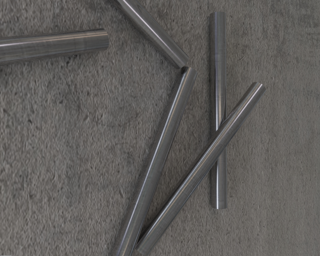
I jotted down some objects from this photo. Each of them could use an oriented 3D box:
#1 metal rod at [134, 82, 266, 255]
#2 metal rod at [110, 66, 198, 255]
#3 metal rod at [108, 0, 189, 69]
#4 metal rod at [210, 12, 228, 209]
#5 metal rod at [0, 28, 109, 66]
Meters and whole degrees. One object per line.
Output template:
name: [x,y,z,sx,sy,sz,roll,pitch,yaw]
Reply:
metal rod: [0.064,0.045,0.435,0.301,0.025,0.025,-50,120,-20]
metal rod: [-0.009,0.054,0.396,0.025,0.025,0.299,33,70,-35]
metal rod: [-0.068,-0.171,0.347,0.301,0.025,0.025,39,66,-33]
metal rod: [0.091,-0.026,0.480,0.025,0.025,0.298,-1,91,-40]
metal rod: [-0.176,-0.058,0.256,0.302,0.025,0.025,-21,103,-38]
